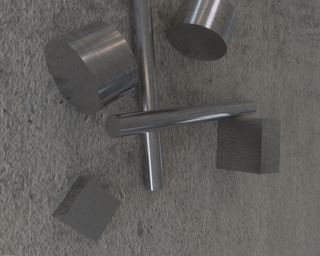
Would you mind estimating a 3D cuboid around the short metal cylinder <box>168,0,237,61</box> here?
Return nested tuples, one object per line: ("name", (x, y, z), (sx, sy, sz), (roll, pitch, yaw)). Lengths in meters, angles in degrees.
("short metal cylinder", (0.057, -0.134, 0.416), (0.080, 0.080, 0.050), (32, 70, -36))

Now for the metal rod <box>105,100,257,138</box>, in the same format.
("metal rod", (0.054, -0.019, 0.427), (0.302, 0.025, 0.025), (-10, 96, -46))

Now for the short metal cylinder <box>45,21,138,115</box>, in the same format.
("short metal cylinder", (-0.068, -0.060, 0.311), (0.050, 0.080, 0.080), (-38, 114, -33))

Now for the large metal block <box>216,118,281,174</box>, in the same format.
("large metal block", (0.137, 0.026, 0.483), (0.050, 0.080, 0.080), (3, 88, -40))

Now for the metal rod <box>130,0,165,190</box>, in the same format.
("metal rod", (-0.018, -0.071, 0.389), (0.025, 0.025, 0.298), (-8, 95, -40))

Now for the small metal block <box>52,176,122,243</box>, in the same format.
("small metal block", (-0.079, 0.088, 0.339), (0.050, 0.025, 0.050), (46, 63, -30))
